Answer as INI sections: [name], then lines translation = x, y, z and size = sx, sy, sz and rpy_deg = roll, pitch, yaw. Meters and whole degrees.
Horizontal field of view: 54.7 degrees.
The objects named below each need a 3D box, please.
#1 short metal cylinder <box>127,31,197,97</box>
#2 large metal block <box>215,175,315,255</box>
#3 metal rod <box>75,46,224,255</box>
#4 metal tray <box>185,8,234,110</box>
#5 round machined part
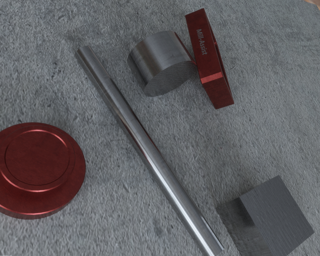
[short metal cylinder]
translation = 0.002, -0.086, 0.424
size = 0.081, 0.080, 0.050
rpy_deg = -18, 72, -35
[large metal block]
translation = 0.131, 0.116, 0.390
size = 0.081, 0.050, 0.080
rpy_deg = -16, 71, -35
[metal rod]
translation = -0.020, 0.021, 0.381
size = 0.025, 0.025, 0.299
rpy_deg = -25, 76, -37
[metal tray]
translation = 0.076, -0.105, 0.473
size = 0.090, 0.030, 0.130
rpy_deg = 45, 32, -57
[round machined part]
translation = -0.122, 0.036, 0.306
size = 0.099, 0.042, 0.098
rpy_deg = 14, 56, -21
